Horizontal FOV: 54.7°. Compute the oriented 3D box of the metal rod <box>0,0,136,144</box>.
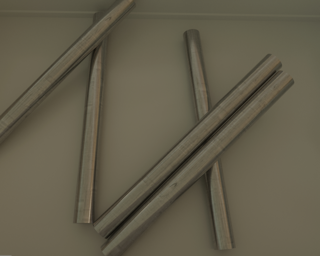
[{"bbox_3d":[-0.142,-0.070,0.415,0.025,0.025,0.300,40,81,13],"label":"metal rod"}]

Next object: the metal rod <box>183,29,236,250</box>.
[{"bbox_3d":[0.061,0.000,0.410,0.025,0.025,0.299,-5,70,-2],"label":"metal rod"}]

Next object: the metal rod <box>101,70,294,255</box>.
[{"bbox_3d":[0.048,0.042,0.370,0.300,0.025,0.025,-44,76,-5],"label":"metal rod"}]

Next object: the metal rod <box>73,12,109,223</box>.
[{"bbox_3d":[-0.089,-0.027,0.418,0.025,0.025,0.299,0,70,0],"label":"metal rod"}]

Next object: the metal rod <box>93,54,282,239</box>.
[{"bbox_3d":[0.038,0.018,0.380,0.300,0.025,0.025,-44,76,-6],"label":"metal rod"}]
